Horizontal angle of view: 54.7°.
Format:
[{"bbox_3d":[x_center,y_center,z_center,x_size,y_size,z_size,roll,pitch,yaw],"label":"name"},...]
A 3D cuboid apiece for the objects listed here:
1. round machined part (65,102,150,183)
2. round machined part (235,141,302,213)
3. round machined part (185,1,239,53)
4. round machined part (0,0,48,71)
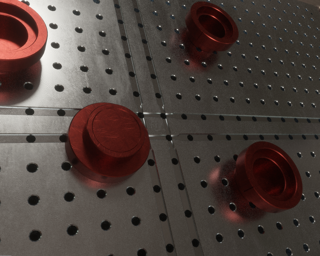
[{"bbox_3d":[-0.056,0.011,0.361,0.099,0.042,0.098,14,56,-21],"label":"round machined part"},{"bbox_3d":[0.146,0.071,0.435,0.099,0.042,0.098,14,56,-21],"label":"round machined part"},{"bbox_3d":[0.088,-0.175,0.553,0.099,0.042,0.098,14,56,-21],"label":"round machined part"},{"bbox_3d":[-0.186,-0.105,0.362,0.099,0.042,0.098,14,56,-21],"label":"round machined part"}]
